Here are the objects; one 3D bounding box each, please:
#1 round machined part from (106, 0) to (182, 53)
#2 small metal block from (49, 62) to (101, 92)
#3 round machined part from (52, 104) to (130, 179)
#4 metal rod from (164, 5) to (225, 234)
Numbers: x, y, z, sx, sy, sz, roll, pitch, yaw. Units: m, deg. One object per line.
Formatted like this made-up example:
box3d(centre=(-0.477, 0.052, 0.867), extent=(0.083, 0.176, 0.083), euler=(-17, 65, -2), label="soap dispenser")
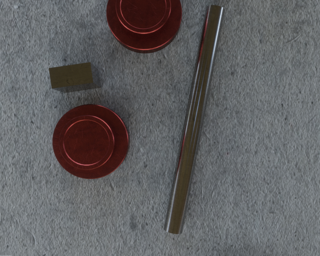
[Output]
box3d(centre=(-0.021, -0.150, 0.401), extent=(0.099, 0.042, 0.097), euler=(0, 90, 0), label="round machined part")
box3d(centre=(-0.107, -0.063, 0.396), extent=(0.050, 0.050, 0.025), euler=(-8, 90, 0), label="small metal block")
box3d(centre=(-0.090, 0.018, 0.401), extent=(0.099, 0.042, 0.097), euler=(0, 90, 0), label="round machined part")
box3d(centre=(0.045, -0.011, 0.410), extent=(0.025, 0.025, 0.298), euler=(11, 90, 0), label="metal rod")
